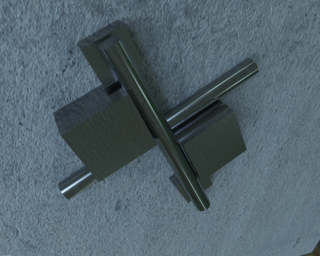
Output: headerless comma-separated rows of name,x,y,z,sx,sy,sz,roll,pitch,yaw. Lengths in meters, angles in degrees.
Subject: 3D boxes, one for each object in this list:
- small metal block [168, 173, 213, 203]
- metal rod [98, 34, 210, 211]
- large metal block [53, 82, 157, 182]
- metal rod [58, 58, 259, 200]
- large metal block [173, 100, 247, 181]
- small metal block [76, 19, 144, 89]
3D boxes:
small metal block,0.049,0.083,0.487,0.050,0.025,0.050,-37,129,-4
metal rod,0.009,0.018,0.392,0.025,0.025,0.299,-34,129,-6
large metal block,-0.062,0.002,0.357,0.080,0.050,0.080,-32,129,-7
metal rod,0.003,-0.002,0.409,0.301,0.025,0.025,-34,129,-6
large metal block,0.067,0.015,0.438,0.080,0.050,0.080,-34,129,-6
small metal block,-0.053,-0.079,0.332,0.050,0.025,0.050,-33,129,-7
